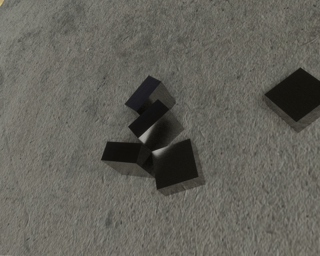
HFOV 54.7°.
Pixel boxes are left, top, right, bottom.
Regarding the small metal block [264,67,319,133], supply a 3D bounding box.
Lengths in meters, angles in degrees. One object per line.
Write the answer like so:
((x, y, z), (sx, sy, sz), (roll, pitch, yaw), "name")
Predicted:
((0.154, -0.031, 0.342), (0.050, 0.025, 0.050), (-37, 51, 3), "small metal block")

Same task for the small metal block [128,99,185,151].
((-0.003, 0.000, 0.390), (0.050, 0.050, 0.025), (-43, 51, -1), "small metal block")

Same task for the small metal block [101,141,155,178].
((-0.035, 0.040, 0.382), (0.050, 0.050, 0.025), (1, 63, 29), "small metal block")

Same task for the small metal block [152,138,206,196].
((0.021, 0.047, 0.364), (0.050, 0.025, 0.050), (-20, 54, 16), "small metal block")

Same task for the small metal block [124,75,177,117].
((-0.011, -0.033, 0.414), (0.025, 0.050, 0.050), (32, 80, 38), "small metal block")
